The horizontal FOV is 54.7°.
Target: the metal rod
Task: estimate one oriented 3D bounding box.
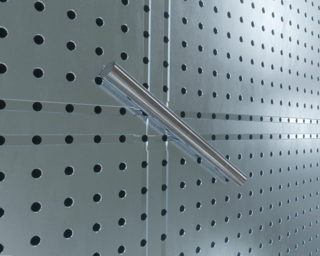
[{"bbox_3d":[0.037,0.010,0.442,0.301,0.025,0.025,38,66,-34],"label":"metal rod"}]
